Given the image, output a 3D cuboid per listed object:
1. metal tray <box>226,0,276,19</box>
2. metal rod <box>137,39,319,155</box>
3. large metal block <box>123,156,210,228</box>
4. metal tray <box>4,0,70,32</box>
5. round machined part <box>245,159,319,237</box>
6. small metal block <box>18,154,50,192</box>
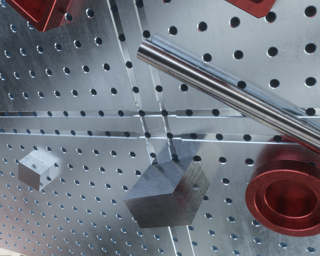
[{"bbox_3d":[0.060,-0.169,0.271,0.130,0.030,0.089,32,128,7],"label":"metal tray"},{"bbox_3d":[0.109,-0.020,0.340,0.301,0.025,0.025,29,128,9],"label":"metal rod"},{"bbox_3d":[0.011,0.087,0.423,0.080,0.080,0.050,-16,110,34],"label":"large metal block"},{"bbox_3d":[-0.167,-0.194,0.373,0.130,0.030,0.090,42,129,-1],"label":"metal tray"},{"bbox_3d":[0.155,0.077,0.366,0.098,0.042,0.097,13,124,20],"label":"round machined part"},{"bbox_3d":[-0.239,0.086,0.587,0.050,0.025,0.050,28,128,10],"label":"small metal block"}]
